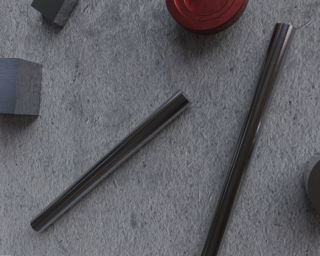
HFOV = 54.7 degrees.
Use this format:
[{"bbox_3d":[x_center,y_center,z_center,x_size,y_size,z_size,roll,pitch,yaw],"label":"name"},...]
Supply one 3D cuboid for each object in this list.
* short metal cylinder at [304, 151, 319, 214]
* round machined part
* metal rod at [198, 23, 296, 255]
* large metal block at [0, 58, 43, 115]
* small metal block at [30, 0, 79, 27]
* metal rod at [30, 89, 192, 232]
[{"bbox_3d":[0.197,0.059,0.326,0.080,0.050,0.079,0,90,19],"label":"short metal cylinder"},{"bbox_3d":[0.059,-0.162,0.379,0.098,0.042,0.097,0,90,19],"label":"round machined part"},{"bbox_3d":[0.102,0.025,0.372,0.025,0.025,0.298,19,96,18],"label":"metal rod"},{"bbox_3d":[-0.233,-0.063,0.476,0.080,0.050,0.079,5,92,19],"label":"large metal block"},{"bbox_3d":[-0.156,-0.189,0.462,0.050,0.025,0.050,37,101,16],"label":"small metal block"},{"bbox_3d":[-0.077,0.054,0.434,0.299,0.025,0.025,-41,78,15],"label":"metal rod"}]
